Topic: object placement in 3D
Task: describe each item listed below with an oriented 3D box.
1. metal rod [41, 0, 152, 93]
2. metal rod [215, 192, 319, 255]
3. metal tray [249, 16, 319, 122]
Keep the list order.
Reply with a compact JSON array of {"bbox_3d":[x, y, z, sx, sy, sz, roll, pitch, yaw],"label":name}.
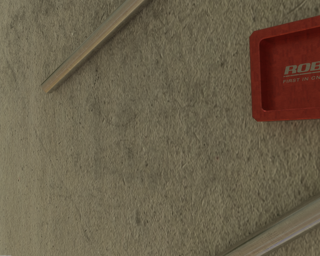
[{"bbox_3d":[-0.102,-0.135,0.486,0.299,0.025,0.025,-30,72,35],"label":"metal rod"},{"bbox_3d":[0.133,0.088,0.294,0.299,0.025,0.025,-46,63,30],"label":"metal rod"},{"bbox_3d":[0.149,-0.053,0.277,0.130,0.030,0.089,-3,88,39],"label":"metal tray"}]
